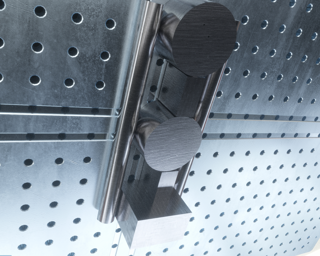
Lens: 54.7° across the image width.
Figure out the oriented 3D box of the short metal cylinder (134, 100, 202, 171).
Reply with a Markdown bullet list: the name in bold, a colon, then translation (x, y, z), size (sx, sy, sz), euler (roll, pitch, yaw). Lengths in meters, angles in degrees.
- **short metal cylinder**: translation (0.007, 0.009, 0.404), size (0.081, 0.050, 0.079), euler (-14, 124, -21)

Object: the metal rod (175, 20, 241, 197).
- **metal rod**: translation (0.050, -0.002, 0.436), size (0.025, 0.025, 0.298), euler (1, 118, -29)

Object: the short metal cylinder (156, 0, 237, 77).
- **short metal cylinder**: translation (0.038, -0.104, 0.351), size (0.081, 0.050, 0.079), euler (-14, 124, -21)

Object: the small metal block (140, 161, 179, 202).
- **small metal block**: translation (-0.003, 0.067, 0.434), size (0.025, 0.050, 0.050), euler (0, 118, -29)

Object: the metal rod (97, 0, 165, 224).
- **metal rod**: translation (-0.042, -0.001, 0.386), size (0.025, 0.025, 0.298), euler (1, 118, -29)

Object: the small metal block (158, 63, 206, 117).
- **small metal block**: translation (0.025, -0.047, 0.378), size (0.025, 0.050, 0.050), euler (1, 118, -29)

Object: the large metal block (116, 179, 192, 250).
- **large metal block**: translation (-0.014, 0.117, 0.440), size (0.081, 0.080, 0.050), euler (1, 118, -29)
